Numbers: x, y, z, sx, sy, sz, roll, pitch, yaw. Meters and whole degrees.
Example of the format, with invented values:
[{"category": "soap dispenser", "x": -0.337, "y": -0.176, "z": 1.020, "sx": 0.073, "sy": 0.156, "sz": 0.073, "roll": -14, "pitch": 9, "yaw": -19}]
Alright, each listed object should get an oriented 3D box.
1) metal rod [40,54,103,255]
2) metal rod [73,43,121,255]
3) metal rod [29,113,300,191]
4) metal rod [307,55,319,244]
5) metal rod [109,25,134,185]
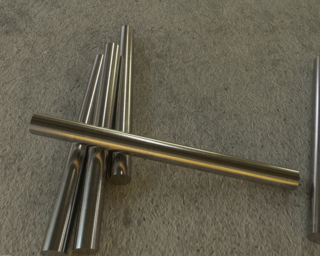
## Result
[{"category": "metal rod", "x": -0.097, "y": 0.008, "z": 0.395, "sx": 0.025, "sy": 0.025, "sz": 0.300, "roll": 2, "pitch": 50, "yaw": 1}, {"category": "metal rod", "x": -0.073, "y": -0.001, "z": 0.390, "sx": 0.025, "sy": 0.025, "sz": 0.300, "roll": 0, "pitch": 54, "yaw": 0}, {"category": "metal rod", "x": 0.006, "y": 0.027, "z": 0.351, "sx": 0.302, "sy": 0.025, "sz": 0.025, "roll": 12, "pitch": 51, "yaw": -1}, {"category": "metal rod", "x": 0.210, "y": 0.002, "z": 0.402, "sx": 0.025, "sy": 0.025, "sz": 0.301, "roll": 15, "pitch": 51, "yaw": 12}, {"category": "metal rod", "x": -0.051, "y": -0.056, "z": 0.449, "sx": 0.025, "sy": 0.025, "sz": 0.300, "roll": -2, "pitch": 50, "yaw": -2}]
